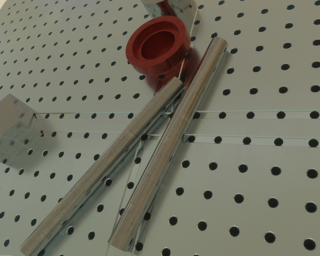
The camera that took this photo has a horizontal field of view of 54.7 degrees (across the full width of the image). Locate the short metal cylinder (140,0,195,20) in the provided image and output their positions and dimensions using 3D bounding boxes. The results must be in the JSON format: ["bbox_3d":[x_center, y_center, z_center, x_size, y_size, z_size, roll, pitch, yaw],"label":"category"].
[{"bbox_3d":[0.012,-0.218,0.520,0.080,0.050,0.080,-13,56,21],"label":"short metal cylinder"}]

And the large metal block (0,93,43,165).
[{"bbox_3d":[-0.259,0.001,0.528,0.080,0.050,0.080,-40,51,1],"label":"large metal block"}]

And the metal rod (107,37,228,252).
[{"bbox_3d":[0.018,0.007,0.394,0.025,0.025,0.300,16,70,34],"label":"metal rod"}]

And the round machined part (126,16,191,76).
[{"bbox_3d":[0.001,-0.119,0.470,0.098,0.042,0.098,-13,56,21],"label":"round machined part"}]

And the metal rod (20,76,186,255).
[{"bbox_3d":[-0.072,0.047,0.417,0.300,0.025,0.025,-49,51,-7],"label":"metal rod"}]
